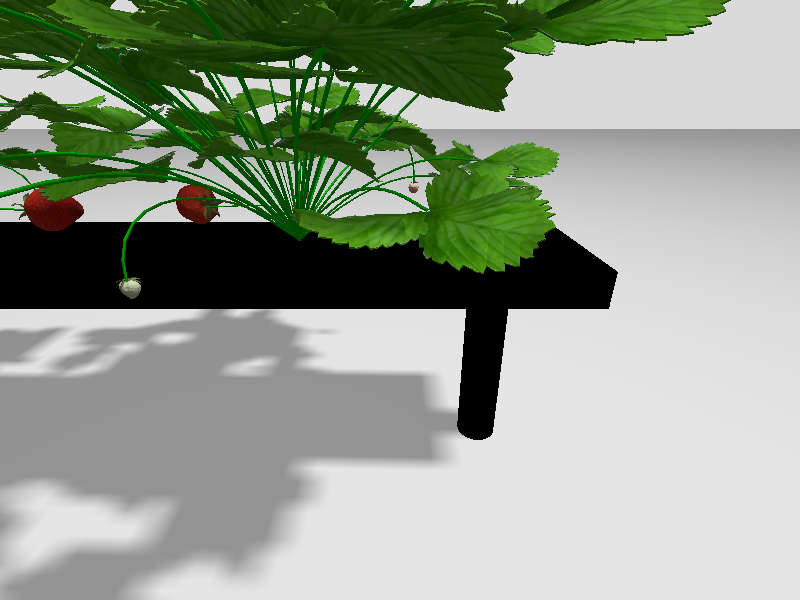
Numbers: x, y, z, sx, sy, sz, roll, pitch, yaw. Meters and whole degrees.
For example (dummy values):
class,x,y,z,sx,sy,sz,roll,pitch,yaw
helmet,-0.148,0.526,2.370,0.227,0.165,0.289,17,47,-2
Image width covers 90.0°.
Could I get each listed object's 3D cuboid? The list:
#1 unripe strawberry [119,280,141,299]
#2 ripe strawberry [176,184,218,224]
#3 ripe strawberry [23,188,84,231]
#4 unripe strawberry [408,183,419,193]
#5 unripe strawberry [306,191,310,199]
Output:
class,x,y,z,sx,sy,sz,roll,pitch,yaw
unripe strawberry,-0.156,-0.006,0.231,0.011,0.011,0.010,11,27,23
ripe strawberry,-0.214,-0.100,0.416,0.042,0.041,0.039,13,28,27
ripe strawberry,-0.334,-0.088,0.389,0.043,0.042,0.040,-4,25,-11
unripe strawberry,0.018,-0.146,0.525,0.014,0.013,0.013,14,28,27
unripe strawberry,-0.116,-0.133,0.511,0.011,0.011,0.010,-4,25,-8
